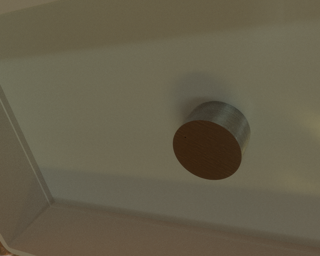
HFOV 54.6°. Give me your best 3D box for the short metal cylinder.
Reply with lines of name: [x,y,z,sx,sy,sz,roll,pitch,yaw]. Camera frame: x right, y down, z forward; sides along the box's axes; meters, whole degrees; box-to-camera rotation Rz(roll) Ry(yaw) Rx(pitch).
short metal cylinder: [0.062,0.015,0.369,0.080,0.050,0.080,13,124,21]
